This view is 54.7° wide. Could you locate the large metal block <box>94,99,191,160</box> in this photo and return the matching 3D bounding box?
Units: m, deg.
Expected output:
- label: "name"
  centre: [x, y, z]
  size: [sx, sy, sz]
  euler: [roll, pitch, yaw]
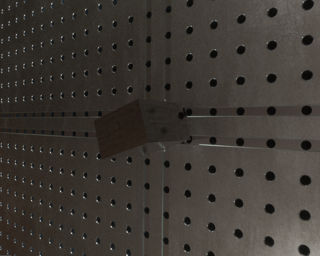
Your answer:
- label: "large metal block"
  centre: [-0.022, 0.003, 0.390]
  size: [0.080, 0.081, 0.050]
  euler: [-21, 77, 38]
